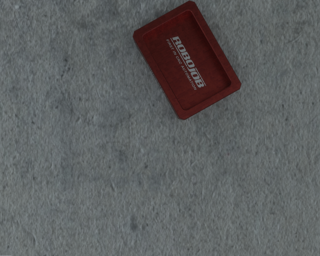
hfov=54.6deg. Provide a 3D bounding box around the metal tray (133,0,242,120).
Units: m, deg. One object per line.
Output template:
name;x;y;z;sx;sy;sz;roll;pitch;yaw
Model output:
metal tray;0.034;-0.086;0.407;0.090;0.030;0.130;-30;90;0
